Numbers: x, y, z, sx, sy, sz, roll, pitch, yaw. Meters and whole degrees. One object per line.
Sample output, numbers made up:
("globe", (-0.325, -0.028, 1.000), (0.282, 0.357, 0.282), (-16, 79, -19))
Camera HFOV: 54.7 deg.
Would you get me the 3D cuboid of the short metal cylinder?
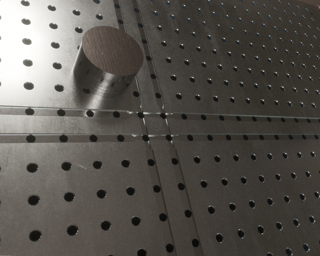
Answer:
("short metal cylinder", (-0.069, -0.087, 0.409), (0.081, 0.050, 0.080), (14, 56, -21))
